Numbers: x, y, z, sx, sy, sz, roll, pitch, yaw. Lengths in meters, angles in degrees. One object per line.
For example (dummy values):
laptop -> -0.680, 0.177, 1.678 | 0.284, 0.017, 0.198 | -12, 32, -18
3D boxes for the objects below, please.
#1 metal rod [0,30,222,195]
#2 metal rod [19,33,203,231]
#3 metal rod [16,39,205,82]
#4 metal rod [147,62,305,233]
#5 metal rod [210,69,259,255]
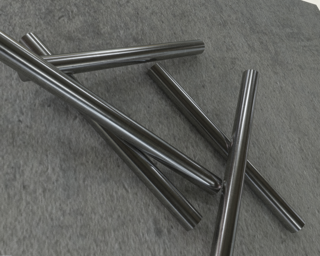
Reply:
metal rod -> -0.044, -0.004, 0.344 | 0.301, 0.025, 0.025 | 35, 50, -22
metal rod -> -0.062, 0.001, 0.370 | 0.300, 0.025, 0.025 | 47, 51, 4
metal rod -> -0.039, -0.099, 0.424 | 0.302, 0.025, 0.025 | -20, 73, -42
metal rod -> 0.089, 0.024, 0.439 | 0.300, 0.025, 0.025 | 48, 51, 5
metal rod -> 0.100, 0.046, 0.403 | 0.025, 0.025, 0.300 | 25, 61, -14
